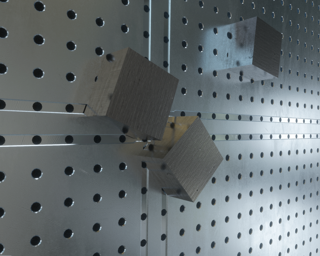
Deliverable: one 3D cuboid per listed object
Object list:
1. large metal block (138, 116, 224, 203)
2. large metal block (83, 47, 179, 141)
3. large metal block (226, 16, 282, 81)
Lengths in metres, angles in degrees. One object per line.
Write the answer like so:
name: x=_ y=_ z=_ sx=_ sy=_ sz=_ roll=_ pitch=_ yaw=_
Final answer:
large metal block: x=0.031 y=0.040 z=0.421 sx=0.080 sy=0.050 sz=0.080 roll=-49 pitch=119 yaw=-29
large metal block: x=-0.032 y=-0.036 z=0.368 sx=0.080 sy=0.050 sz=0.080 roll=26 pitch=74 yaw=-37
large metal block: x=0.163 y=-0.132 z=0.533 sx=0.081 sy=0.050 sz=0.080 roll=13 pitch=82 yaw=-40
